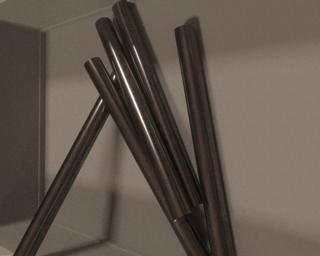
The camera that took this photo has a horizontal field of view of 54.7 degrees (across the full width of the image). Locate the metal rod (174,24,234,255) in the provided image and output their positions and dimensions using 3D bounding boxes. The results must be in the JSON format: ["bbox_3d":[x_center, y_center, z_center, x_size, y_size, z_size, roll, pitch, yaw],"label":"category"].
[{"bbox_3d":[0.052,0.025,0.361,0.025,0.025,0.298,-14,81,39],"label":"metal rod"}]

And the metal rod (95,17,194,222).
[{"bbox_3d":[-0.029,-0.028,0.400,0.025,0.025,0.299,-39,62,33],"label":"metal rod"}]

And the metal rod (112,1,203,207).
[{"bbox_3d":[-0.008,-0.041,0.410,0.025,0.025,0.299,-32,70,35],"label":"metal rod"}]

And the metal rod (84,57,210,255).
[{"bbox_3d":[-0.020,0.036,0.396,0.025,0.025,0.299,-39,74,33],"label":"metal rod"}]

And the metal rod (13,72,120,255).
[{"bbox_3d":[-0.119,0.049,0.424,0.025,0.025,0.299,17,76,38],"label":"metal rod"}]
